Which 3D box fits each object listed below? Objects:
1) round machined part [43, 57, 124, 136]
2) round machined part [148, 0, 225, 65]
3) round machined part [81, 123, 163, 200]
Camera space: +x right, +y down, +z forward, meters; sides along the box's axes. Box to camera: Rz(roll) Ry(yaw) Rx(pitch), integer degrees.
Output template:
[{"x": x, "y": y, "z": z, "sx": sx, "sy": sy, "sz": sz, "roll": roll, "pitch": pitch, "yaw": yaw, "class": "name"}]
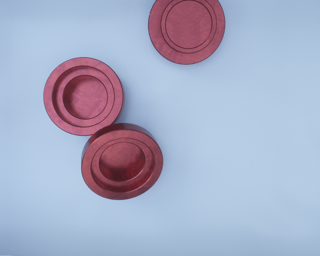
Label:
[{"x": -0.094, "y": -0.039, "z": 0.402, "sx": 0.099, "sy": 0.042, "sz": 0.097, "roll": 0, "pitch": 90, "yaw": -1, "class": "round machined part"}, {"x": 0.034, "y": -0.130, "z": 0.392, "sx": 0.099, "sy": 0.042, "sz": 0.097, "roll": -1, "pitch": 105, "yaw": -2, "class": "round machined part"}, {"x": -0.049, "y": 0.038, "z": 0.390, "sx": 0.099, "sy": 0.042, "sz": 0.097, "roll": -6, "pitch": 114, "yaw": -12, "class": "round machined part"}]
